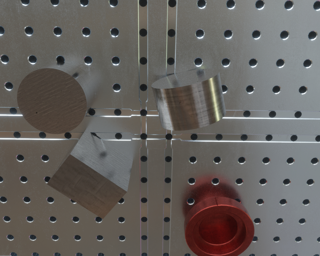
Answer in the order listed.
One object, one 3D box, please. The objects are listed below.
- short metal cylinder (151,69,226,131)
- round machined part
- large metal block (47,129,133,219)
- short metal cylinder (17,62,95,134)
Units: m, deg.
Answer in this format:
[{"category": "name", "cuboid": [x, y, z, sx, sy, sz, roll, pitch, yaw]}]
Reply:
[{"category": "short metal cylinder", "cuboid": [0.035, -0.036, 0.371, 0.080, 0.080, 0.050, -12, 110, 4]}, {"category": "round machined part", "cuboid": [0.085, 0.143, 0.458, 0.099, 0.042, 0.097, 0, 110, 0]}, {"category": "large metal block", "cuboid": [-0.086, 0.057, 0.404, 0.080, 0.080, 0.050, 37, 106, -13]}, {"category": "short metal cylinder", "cuboid": [-0.126, -0.039, 0.385, 0.081, 0.050, 0.079, 0, 110, 0]}]
